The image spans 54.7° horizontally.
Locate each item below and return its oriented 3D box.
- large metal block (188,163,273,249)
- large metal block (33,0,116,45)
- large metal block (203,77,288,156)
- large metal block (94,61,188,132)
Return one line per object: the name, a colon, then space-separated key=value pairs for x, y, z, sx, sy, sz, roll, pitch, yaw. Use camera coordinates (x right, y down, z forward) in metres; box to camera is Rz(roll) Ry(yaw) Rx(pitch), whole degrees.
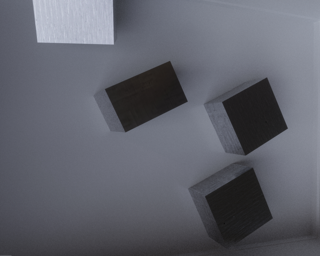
large metal block: x=0.099 y=0.106 z=0.435 sx=0.081 sy=0.050 sz=0.080 roll=-26 pitch=99 yaw=-18
large metal block: x=-0.090 y=-0.137 z=0.339 sx=0.081 sy=0.050 sz=0.079 roll=0 pitch=113 yaw=-4
large metal block: x=0.123 y=-0.017 z=0.444 sx=0.081 sy=0.050 sz=0.080 roll=-29 pitch=100 yaw=-18
large metal block: x=-0.026 y=-0.035 z=0.372 sx=0.081 sy=0.080 sz=0.050 roll=-27 pitch=99 yaw=-18
